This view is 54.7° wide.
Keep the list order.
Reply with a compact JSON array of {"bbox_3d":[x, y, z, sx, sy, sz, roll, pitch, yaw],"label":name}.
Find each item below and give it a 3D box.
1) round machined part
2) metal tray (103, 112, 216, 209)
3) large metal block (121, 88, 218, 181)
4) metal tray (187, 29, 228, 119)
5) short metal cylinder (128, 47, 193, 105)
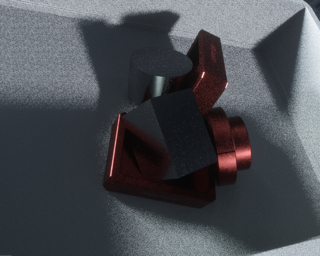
[{"bbox_3d":[0.083,0.021,0.386,0.042,0.098,0.098,-9,63,1],"label":"round machined part"},{"bbox_3d":[0.003,0.040,0.378,0.131,0.030,0.090,16,55,-19],"label":"metal tray"},{"bbox_3d":[0.007,0.010,0.338,0.050,0.080,0.080,-18,87,-29],"label":"large metal block"},{"bbox_3d":[0.047,-0.062,0.407,0.030,0.089,0.130,22,38,-12],"label":"metal tray"},{"bbox_3d":[-0.001,-0.067,0.410,0.081,0.050,0.080,6,39,-4],"label":"short metal cylinder"}]
